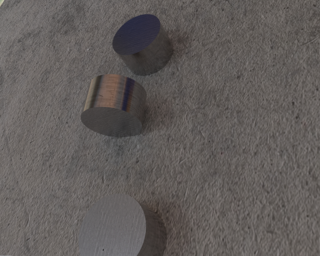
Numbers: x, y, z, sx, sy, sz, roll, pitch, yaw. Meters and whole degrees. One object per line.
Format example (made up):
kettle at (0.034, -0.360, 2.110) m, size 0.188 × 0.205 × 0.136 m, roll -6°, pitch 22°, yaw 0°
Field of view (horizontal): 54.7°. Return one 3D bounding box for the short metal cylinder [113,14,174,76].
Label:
short metal cylinder at (-0.026, -0.128, 0.480) m, size 0.080 × 0.050 × 0.080 m, roll -13°, pitch 56°, yaw 21°

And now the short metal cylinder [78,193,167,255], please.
short metal cylinder at (-0.040, 0.118, 0.337) m, size 0.080 × 0.050 × 0.080 m, roll -13°, pitch 56°, yaw 21°

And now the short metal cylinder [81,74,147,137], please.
short metal cylinder at (-0.061, -0.028, 0.418) m, size 0.080 × 0.080 × 0.050 m, roll -8°, pitch 59°, yaw 24°
